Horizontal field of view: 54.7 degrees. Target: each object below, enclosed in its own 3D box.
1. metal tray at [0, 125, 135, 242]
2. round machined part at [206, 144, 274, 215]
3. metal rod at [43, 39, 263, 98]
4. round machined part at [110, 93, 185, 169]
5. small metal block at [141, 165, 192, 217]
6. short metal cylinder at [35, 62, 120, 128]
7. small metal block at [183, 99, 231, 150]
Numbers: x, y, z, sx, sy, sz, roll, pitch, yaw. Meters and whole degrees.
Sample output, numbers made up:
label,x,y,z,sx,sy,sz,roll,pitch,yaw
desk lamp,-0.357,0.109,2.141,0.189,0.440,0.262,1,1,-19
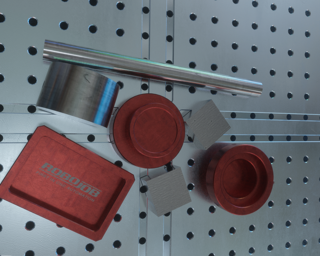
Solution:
label,x,y,z,sx,sy,sz,roll,pitch,yaw
metal tray,-0.108,0.066,0.370,0.130,0.030,0.090,32,80,-17
round machined part,0.109,0.071,0.444,0.099,0.042,0.097,0,90,-20
metal rod,0.005,-0.075,0.414,0.302,0.025,0.025,7,88,-20
round machined part,-0.012,0.004,0.398,0.099,0.042,0.097,1,87,-20
small metal block,0.008,0.083,0.416,0.050,0.025,0.050,-20,97,-19
short metal cylinder,-0.091,-0.035,0.349,0.081,0.080,0.050,19,84,-19
small metal block,0.063,-0.005,0.436,0.050,0.025,0.050,-40,103,-16
